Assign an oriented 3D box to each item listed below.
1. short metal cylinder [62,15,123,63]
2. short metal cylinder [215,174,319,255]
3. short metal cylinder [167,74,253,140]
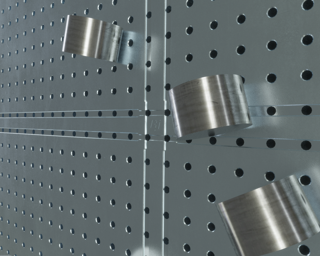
[{"bbox_3d":[-0.098,-0.128,0.452,0.080,0.081,0.050,19,102,38],"label":"short metal cylinder"},{"bbox_3d":[0.099,0.082,0.291,0.080,0.081,0.050,-33,70,35],"label":"short metal cylinder"},{"bbox_3d":[0.052,-0.019,0.329,0.080,0.081,0.050,-17,79,38],"label":"short metal cylinder"}]
